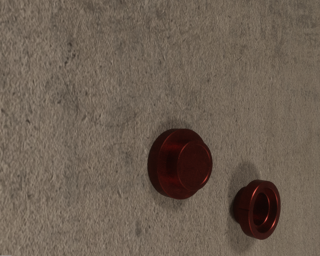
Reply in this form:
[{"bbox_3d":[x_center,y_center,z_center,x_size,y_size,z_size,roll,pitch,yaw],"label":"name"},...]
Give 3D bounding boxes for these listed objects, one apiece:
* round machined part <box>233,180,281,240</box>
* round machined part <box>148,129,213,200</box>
[{"bbox_3d":[0.164,0.138,0.535,0.099,0.042,0.097,0,90,-40],"label":"round machined part"},{"bbox_3d":[0.034,0.050,0.425,0.099,0.042,0.097,0,90,-40],"label":"round machined part"}]
